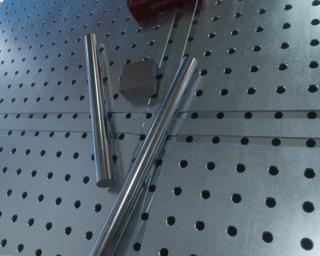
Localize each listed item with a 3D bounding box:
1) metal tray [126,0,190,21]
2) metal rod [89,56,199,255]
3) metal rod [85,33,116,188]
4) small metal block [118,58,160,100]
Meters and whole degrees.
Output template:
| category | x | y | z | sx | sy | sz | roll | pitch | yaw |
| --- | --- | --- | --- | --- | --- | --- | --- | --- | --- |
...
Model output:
| category | x | y | z | sx | sy | sz | roll | pitch | yaw |
| --- | --- | --- | --- | --- | --- | --- | --- | --- | --- |
| metal tray | 0.005 | -0.254 | 0.556 | 0.130 | 0.030 | 0.090 | -14 | 56 | 20 |
| metal rod | -0.016 | 0.035 | 0.393 | 0.025 | 0.025 | 0.300 | 13 | 68 | 33 |
| metal rod | -0.098 | -0.047 | 0.486 | 0.025 | 0.025 | 0.299 | -24 | 53 | 13 |
| small metal block | -0.031 | -0.073 | 0.468 | 0.050 | 0.025 | 0.050 | -7 | 59 | 24 |
